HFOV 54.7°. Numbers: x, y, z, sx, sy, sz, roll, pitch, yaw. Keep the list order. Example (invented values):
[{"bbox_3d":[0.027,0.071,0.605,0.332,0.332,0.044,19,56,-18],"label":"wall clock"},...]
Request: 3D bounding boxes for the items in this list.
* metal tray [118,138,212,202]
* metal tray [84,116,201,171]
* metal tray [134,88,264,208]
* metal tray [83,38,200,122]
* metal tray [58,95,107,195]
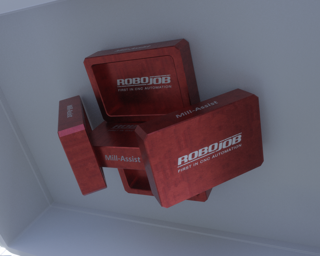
[{"bbox_3d":[0.002,0.053,0.433,0.130,0.030,0.089,0,119,27],"label":"metal tray"},{"bbox_3d":[-0.025,0.013,0.386,0.130,0.090,0.030,0,118,27],"label":"metal tray"},{"bbox_3d":[0.047,0.020,0.335,0.030,0.131,0.089,-139,32,-60],"label":"metal tray"},{"bbox_3d":[-0.022,-0.054,0.381,0.130,0.030,0.089,-1,119,27],"label":"metal tray"},{"bbox_3d":[-0.105,0.017,0.414,0.030,0.130,0.089,-18,115,-9],"label":"metal tray"}]
